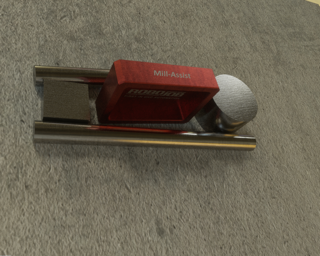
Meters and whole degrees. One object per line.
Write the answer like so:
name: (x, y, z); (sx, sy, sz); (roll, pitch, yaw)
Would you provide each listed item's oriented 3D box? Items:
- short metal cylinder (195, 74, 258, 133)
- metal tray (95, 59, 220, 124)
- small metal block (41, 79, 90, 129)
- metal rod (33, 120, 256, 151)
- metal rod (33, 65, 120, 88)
short metal cylinder: (0.096, -0.032, 0.460); (0.081, 0.050, 0.080); (14, 56, -21)
metal tray: (-0.004, -0.039, 0.384); (0.131, 0.090, 0.030); (0, 62, -28)
small metal block: (-0.111, -0.027, 0.362); (0.050, 0.025, 0.050); (4, 60, -26)
metal rod: (0.000, 0.013, 0.398); (0.302, 0.025, 0.025); (4, 60, -26)
metal rod: (-0.016, -0.068, 0.438); (0.303, 0.025, 0.025); (-3, 63, -30)
